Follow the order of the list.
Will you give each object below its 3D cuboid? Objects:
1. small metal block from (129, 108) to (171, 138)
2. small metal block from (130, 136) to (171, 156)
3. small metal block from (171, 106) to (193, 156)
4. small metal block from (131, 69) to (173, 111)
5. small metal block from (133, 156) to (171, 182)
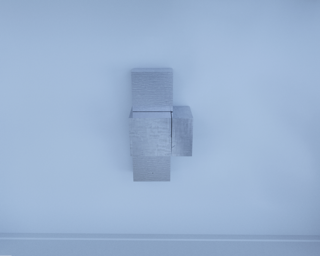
[{"bbox_3d":[-0.012,-0.009,0.393,0.050,0.050,0.025,0,110,0],"label":"small metal block"},{"bbox_3d":[-0.011,0.014,0.401,0.050,0.050,0.025,0,110,0],"label":"small metal block"},{"bbox_3d":[0.027,0.003,0.397,0.025,0.050,0.050,0,110,0],"label":"small metal block"},{"bbox_3d":[-0.009,-0.048,0.391,0.050,0.025,0.050,0,110,0],"label":"small metal block"},{"bbox_3d":[-0.011,0.045,0.426,0.050,0.025,0.050,0,110,0],"label":"small metal block"}]
